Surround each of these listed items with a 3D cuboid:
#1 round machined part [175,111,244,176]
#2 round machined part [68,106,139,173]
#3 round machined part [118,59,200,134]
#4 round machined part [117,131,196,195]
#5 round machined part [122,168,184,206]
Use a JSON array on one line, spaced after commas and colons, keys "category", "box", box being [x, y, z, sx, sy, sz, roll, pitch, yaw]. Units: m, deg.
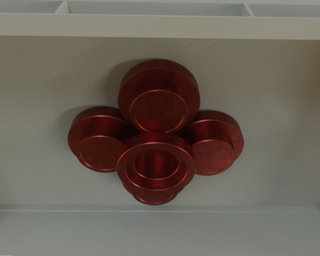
[{"category": "round machined part", "box": [0.064, 0.027, 0.419, 0.099, 0.042, 0.097, 0, 130, 0]}, {"category": "round machined part", "box": [-0.073, 0.022, 0.413, 0.099, 0.042, 0.097, 0, 130, 0]}, {"category": "round machined part", "box": [-0.001, -0.028, 0.370, 0.099, 0.042, 0.097, 0, 130, 0]}, {"category": "round machined part", "box": [-0.005, 0.040, 0.402, 0.099, 0.042, 0.097, 0, 130, 0]}, {"category": "round machined part", "box": [-0.008, 0.078, 0.461, 0.099, 0.042, 0.097, -1, 129, -1]}]
